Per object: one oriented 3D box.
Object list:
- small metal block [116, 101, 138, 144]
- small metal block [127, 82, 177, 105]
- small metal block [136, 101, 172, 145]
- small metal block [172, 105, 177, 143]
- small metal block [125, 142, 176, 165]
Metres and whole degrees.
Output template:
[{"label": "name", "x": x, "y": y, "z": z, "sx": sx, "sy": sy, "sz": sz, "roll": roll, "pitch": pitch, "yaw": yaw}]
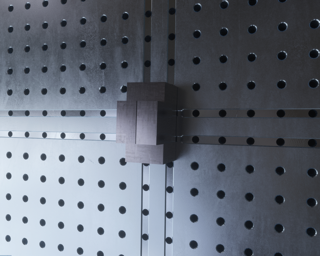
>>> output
[{"label": "small metal block", "x": -0.031, "y": -0.007, "z": 0.384, "sx": 0.025, "sy": 0.050, "sz": 0.050, "roll": 2, "pitch": 91, "yaw": 20}, {"label": "small metal block", "x": -0.009, "y": -0.044, "z": 0.402, "sx": 0.050, "sy": 0.050, "sz": 0.025, "roll": 2, "pitch": 91, "yaw": 20}, {"label": "small metal block", "x": -0.006, "y": -0.006, "z": 0.375, "sx": 0.025, "sy": 0.050, "sz": 0.050, "roll": 2, "pitch": 91, "yaw": 21}, {"label": "small metal block", "x": -0.006, "y": -0.007, "z": 0.415, "sx": 0.050, "sy": 0.025, "sz": 0.050, "roll": 2, "pitch": 91, "yaw": 21}, {"label": "small metal block", "x": -0.011, "y": 0.031, "z": 0.403, "sx": 0.050, "sy": 0.050, "sz": 0.025, "roll": 2, "pitch": 91, "yaw": 20}]
